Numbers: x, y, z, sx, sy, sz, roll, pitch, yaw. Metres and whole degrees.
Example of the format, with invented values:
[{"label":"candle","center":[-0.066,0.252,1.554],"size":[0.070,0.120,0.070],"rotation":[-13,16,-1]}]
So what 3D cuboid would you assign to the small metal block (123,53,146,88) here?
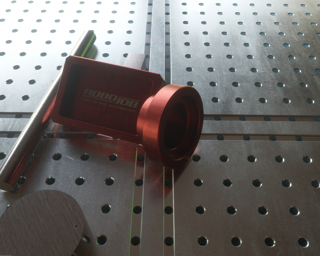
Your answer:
[{"label":"small metal block","center":[-0.038,-0.073,0.451],"size":[0.025,0.050,0.050],"rotation":[8,48,6]}]

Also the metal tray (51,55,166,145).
[{"label":"metal tray","center":[-0.066,-0.036,0.401],"size":[0.131,0.030,0.089],"rotation":[14,89,11]}]

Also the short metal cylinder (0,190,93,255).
[{"label":"short metal cylinder","center":[-0.110,0.107,0.300],"size":[0.081,0.050,0.080],"rotation":[0,50,0]}]

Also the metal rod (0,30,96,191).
[{"label":"metal rod","center":[-0.151,-0.047,0.445],"size":[0.025,0.025,0.300],"rotation":[8,50,6]}]

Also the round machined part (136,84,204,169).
[{"label":"round machined part","center":[0.010,-0.004,0.367],"size":[0.042,0.098,0.098],"rotation":[14,49,34]}]
